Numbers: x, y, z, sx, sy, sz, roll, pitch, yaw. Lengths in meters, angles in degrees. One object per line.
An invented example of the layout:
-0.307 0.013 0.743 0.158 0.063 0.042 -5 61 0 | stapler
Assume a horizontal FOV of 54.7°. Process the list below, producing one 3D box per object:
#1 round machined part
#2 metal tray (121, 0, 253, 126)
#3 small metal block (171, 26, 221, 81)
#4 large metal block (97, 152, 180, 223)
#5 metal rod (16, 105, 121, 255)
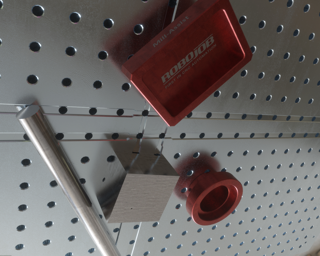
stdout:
0.086 0.112 0.519 0.099 0.042 0.097 -14 125 -21 | round machined part
0.034 -0.074 0.349 0.130 0.030 0.090 -41 130 0 | metal tray
0.039 -0.094 0.376 0.050 0.025 0.050 -41 130 0 | small metal block
-0.031 0.083 0.431 0.081 0.050 0.079 9 114 -33 | large metal block
-0.107 0.098 0.414 0.025 0.025 0.298 -26 128 -13 | metal rod
